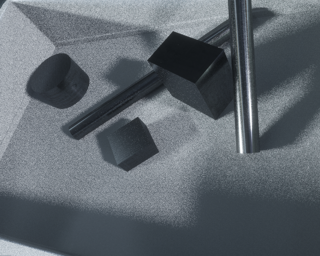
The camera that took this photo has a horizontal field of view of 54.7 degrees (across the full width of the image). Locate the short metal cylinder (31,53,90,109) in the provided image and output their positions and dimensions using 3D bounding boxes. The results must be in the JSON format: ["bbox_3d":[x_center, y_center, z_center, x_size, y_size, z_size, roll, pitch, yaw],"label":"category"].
[{"bbox_3d":[-0.168,-0.079,0.524,0.080,0.050,0.080,-13,56,20],"label":"short metal cylinder"}]

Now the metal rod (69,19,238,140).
[{"bbox_3d":[-0.004,-0.074,0.451,0.300,0.025,0.025,-33,52,6],"label":"metal rod"}]

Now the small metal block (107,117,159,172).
[{"bbox_3d":[-0.036,0.021,0.410,0.050,0.025,0.050,-32,52,6],"label":"small metal block"}]

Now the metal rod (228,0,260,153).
[{"bbox_3d":[0.089,-0.122,0.342,0.025,0.025,0.298,-3,89,26],"label":"metal rod"}]

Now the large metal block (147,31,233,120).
[{"bbox_3d":[0.043,-0.065,0.387,0.080,0.080,0.050,34,81,38],"label":"large metal block"}]
